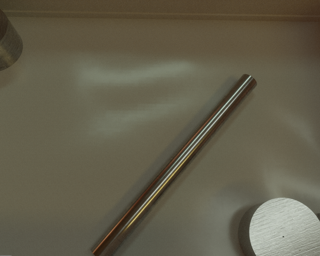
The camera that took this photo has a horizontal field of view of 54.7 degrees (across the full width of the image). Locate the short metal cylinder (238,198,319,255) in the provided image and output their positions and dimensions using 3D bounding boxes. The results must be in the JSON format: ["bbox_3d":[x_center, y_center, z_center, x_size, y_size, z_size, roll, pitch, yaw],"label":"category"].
[{"bbox_3d":[0.135,0.123,0.353,0.081,0.050,0.080,0,70,0],"label":"short metal cylinder"}]

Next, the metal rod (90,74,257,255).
[{"bbox_3d":[0.028,0.040,0.395,0.025,0.025,0.301,39,74,12],"label":"metal rod"}]

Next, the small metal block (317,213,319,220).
[{"bbox_3d":[0.217,0.116,0.357,0.050,0.050,0.025,16,71,5],"label":"small metal block"}]

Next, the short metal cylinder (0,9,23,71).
[{"bbox_3d":[-0.246,-0.127,0.440,0.081,0.050,0.080,0,70,0],"label":"short metal cylinder"}]
